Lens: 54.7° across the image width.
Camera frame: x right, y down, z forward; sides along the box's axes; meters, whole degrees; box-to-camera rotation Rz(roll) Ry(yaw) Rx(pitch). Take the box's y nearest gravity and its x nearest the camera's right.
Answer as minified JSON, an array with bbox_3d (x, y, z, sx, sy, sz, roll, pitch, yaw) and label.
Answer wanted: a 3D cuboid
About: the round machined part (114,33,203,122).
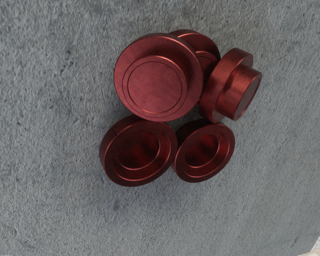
[{"bbox_3d":[-0.003,-0.050,0.336,0.099,0.042,0.097,3,117,7],"label":"round machined part"}]

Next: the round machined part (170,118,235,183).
[{"bbox_3d":[0.055,0.027,0.446,0.099,0.042,0.097,-14,125,-21],"label":"round machined part"}]

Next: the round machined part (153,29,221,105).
[{"bbox_3d":[0.034,-0.066,0.376,0.099,0.042,0.097,-14,125,-21],"label":"round machined part"}]

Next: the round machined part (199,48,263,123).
[{"bbox_3d":[0.094,-0.048,0.393,0.098,0.042,0.097,-46,155,-28],"label":"round machined part"}]

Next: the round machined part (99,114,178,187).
[{"bbox_3d":[-0.030,0.024,0.397,0.099,0.042,0.097,-14,125,-21],"label":"round machined part"}]
